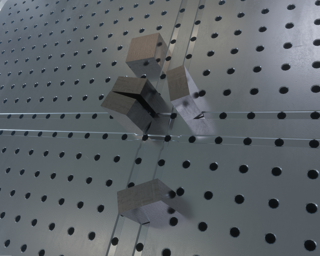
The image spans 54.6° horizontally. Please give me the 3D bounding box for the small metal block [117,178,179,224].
[{"bbox_3d":[-0.013,0.084,0.348,0.050,0.050,0.025,-21,54,16],"label":"small metal block"}]

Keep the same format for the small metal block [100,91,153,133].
[{"bbox_3d":[-0.045,-0.022,0.431,0.050,0.050,0.025,20,73,35],"label":"small metal block"}]

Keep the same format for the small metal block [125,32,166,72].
[{"bbox_3d":[-0.023,-0.121,0.495,0.050,0.025,0.050,-4,60,26],"label":"small metal block"}]

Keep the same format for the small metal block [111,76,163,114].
[{"bbox_3d":[-0.032,-0.047,0.439,0.050,0.050,0.025,10,67,32],"label":"small metal block"}]

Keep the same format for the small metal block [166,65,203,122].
[{"bbox_3d":[0.032,-0.045,0.404,0.025,0.050,0.050,-19,54,17],"label":"small metal block"}]
